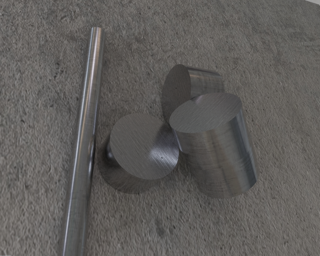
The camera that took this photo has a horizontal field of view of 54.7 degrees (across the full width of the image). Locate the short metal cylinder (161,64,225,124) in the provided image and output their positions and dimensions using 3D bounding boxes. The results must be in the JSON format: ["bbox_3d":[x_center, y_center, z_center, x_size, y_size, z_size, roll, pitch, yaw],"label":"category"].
[{"bbox_3d":[0.042,-0.042,0.417,0.050,0.080,0.080,5,60,-26],"label":"short metal cylinder"}]

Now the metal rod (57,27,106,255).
[{"bbox_3d":[-0.085,-0.004,0.360,0.025,0.025,0.299,12,57,-22],"label":"metal rod"}]

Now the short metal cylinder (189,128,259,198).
[{"bbox_3d":[0.075,0.038,0.377,0.080,0.080,0.050,-48,128,-39],"label":"short metal cylinder"}]

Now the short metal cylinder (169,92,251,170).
[{"bbox_3d":[0.057,0.002,0.348,0.080,0.080,0.050,-48,128,-39],"label":"short metal cylinder"}]

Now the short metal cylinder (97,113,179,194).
[{"bbox_3d":[-0.026,0.030,0.356,0.081,0.050,0.080,14,56,-21],"label":"short metal cylinder"}]
